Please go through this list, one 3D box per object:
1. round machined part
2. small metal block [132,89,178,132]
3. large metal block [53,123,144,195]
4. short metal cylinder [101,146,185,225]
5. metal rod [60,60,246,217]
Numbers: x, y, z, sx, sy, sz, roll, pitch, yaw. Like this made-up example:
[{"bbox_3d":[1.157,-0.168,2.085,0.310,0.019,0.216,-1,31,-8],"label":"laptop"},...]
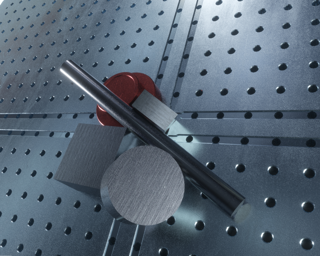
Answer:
[{"bbox_3d":[-0.051,-0.042,0.448,0.098,0.042,0.098,-13,56,20],"label":"round machined part"},{"bbox_3d":[-0.006,-0.019,0.394,0.050,0.050,0.025,38,85,4],"label":"small metal block"},{"bbox_3d":[-0.076,0.043,0.401,0.080,0.050,0.080,5,64,30],"label":"large metal block"},{"bbox_3d":[-0.020,0.063,0.335,0.081,0.050,0.080,6,72,-18],"label":"short metal cylinder"},{"bbox_3d":[-0.026,-0.003,0.381,0.300,0.025,0.025,38,83,25],"label":"metal rod"}]
